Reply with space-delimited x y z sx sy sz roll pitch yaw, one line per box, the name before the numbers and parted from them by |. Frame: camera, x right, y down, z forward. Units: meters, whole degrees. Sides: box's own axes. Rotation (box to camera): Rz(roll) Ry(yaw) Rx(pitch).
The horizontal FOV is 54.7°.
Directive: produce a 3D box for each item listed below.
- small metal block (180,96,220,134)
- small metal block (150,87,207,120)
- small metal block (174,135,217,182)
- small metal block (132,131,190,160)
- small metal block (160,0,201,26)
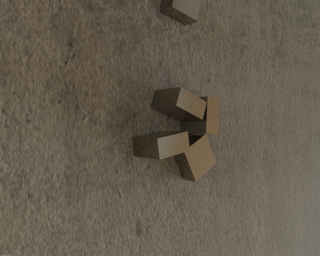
small metal block | 0.056 -0.017 0.437 0.025 0.050 0.050 4 87 -40
small metal block | 0.025 -0.031 0.411 0.050 0.050 0.025 25 75 -38
small metal block | 0.050 0.042 0.450 0.050 0.025 0.050 -35 112 -35
small metal block | 0.001 0.020 0.391 0.050 0.050 0.025 -12 98 -40
small metal block | 0.030 -0.179 0.431 0.050 0.025 0.050 12 82 -40
